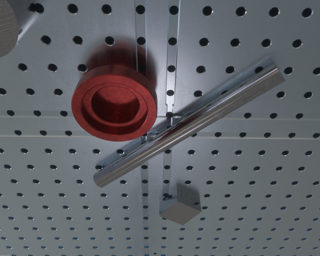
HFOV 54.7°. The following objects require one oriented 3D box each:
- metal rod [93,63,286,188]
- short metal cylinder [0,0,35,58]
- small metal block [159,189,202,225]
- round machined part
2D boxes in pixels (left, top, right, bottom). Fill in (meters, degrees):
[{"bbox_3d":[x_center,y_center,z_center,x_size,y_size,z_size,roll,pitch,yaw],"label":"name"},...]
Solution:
[{"bbox_3d":[0.022,0.008,0.418,0.300,0.025,0.025,-32,123,24],"label":"metal rod"},{"bbox_3d":[-0.169,-0.113,0.297,0.081,0.050,0.079,0,130,0],"label":"short metal cylinder"},{"bbox_3d":[0.034,0.136,0.528,0.050,0.025,0.050,28,125,-22],"label":"small metal block"},{"bbox_3d":[-0.052,-0.033,0.372,0.099,0.042,0.097,0,130,0],"label":"round machined part"}]
